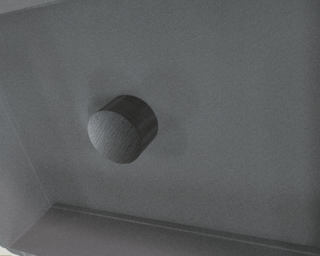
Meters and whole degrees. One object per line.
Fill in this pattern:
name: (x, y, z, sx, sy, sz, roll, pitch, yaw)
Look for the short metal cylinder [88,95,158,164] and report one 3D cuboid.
short metal cylinder: (-0.049, 0.001, 0.420, 0.080, 0.050, 0.080, 13, 124, 21)
